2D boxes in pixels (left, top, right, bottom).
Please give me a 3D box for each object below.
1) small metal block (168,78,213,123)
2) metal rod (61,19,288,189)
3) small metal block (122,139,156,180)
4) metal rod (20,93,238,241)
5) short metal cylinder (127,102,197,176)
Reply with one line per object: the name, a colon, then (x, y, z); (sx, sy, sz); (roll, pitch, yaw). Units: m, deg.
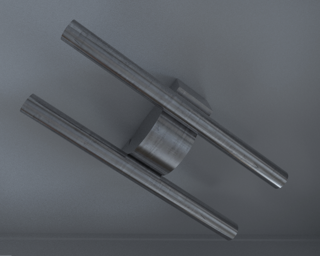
small metal block: (0.035, -0.033, 0.384); (0.050, 0.050, 0.025); (35, 106, -12)
metal rod: (0.027, -0.018, 0.350); (0.301, 0.025, 0.025); (34, 106, -12)
small metal block: (-0.029, 0.047, 0.413); (0.050, 0.050, 0.025); (35, 106, -12)
metal rod: (-0.027, 0.054, 0.377); (0.301, 0.025, 0.025); (34, 106, -12)
short metal cylinder: (0.003, 0.012, 0.385); (0.050, 0.080, 0.080); (35, 106, -12)
